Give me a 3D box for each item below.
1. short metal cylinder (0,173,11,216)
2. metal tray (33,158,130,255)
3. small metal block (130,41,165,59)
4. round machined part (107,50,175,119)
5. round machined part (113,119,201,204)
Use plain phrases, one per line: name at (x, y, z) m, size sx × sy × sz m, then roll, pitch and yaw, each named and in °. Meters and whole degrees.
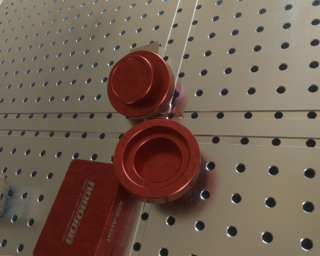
short metal cylinder at (-0.266, 0.096, 0.451) m, size 0.080 × 0.080 × 0.050 m, roll -13°, pitch 57°, yaw 21°
metal tray at (-0.092, 0.107, 0.386) m, size 0.090 × 0.030 × 0.130 m, roll 4°, pitch 63°, yaw 29°
small metal block at (-0.020, -0.102, 0.480) m, size 0.050 × 0.025 × 0.050 m, roll -12°, pitch 57°, yaw 21°
round machined part at (-0.032, -0.063, 0.433) m, size 0.098 × 0.042 × 0.097 m, roll -4°, pitch 79°, yaw 23°
round machined part at (-0.001, 0.041, 0.362) m, size 0.098 × 0.042 × 0.098 m, roll -5°, pitch 59°, yaw 8°
